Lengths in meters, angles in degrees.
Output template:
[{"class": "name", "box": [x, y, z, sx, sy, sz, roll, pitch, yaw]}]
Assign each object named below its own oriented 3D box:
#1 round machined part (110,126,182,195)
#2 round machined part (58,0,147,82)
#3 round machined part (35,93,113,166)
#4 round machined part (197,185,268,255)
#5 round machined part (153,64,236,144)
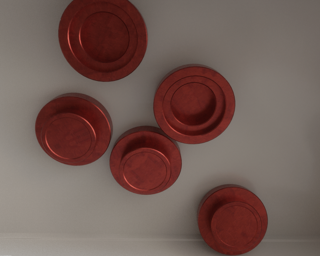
[{"class": "round machined part", "box": [-0.019, 0.050, 0.420, 0.099, 0.042, 0.097, 0, 110, 0]}, {"class": "round machined part", "box": [-0.063, -0.106, 0.362, 0.099, 0.042, 0.097, 0, 110, 0]}, {"class": "round machined part", "box": [-0.114, 0.006, 0.403, 0.099, 0.042, 0.097, 0, 110, 0]}, {"class": "round machined part", "box": [0.103, 0.132, 0.436, 0.099, 0.042, 0.097, 0, 91, 0]}, {"class": "round machined part", "box": [0.041, -0.032, 0.391, 0.099, 0.042, 0.097, 0, 110, 0]}]
